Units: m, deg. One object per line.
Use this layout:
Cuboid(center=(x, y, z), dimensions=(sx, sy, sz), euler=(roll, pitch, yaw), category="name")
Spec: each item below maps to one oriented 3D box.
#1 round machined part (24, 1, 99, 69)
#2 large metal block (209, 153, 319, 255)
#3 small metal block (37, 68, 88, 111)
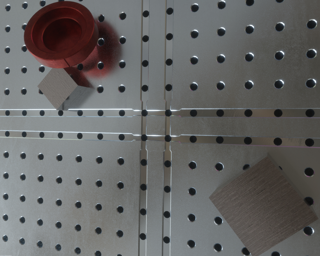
Cuboid(center=(-0.134, -0.126, 0.437), dimensions=(0.099, 0.042, 0.098), euler=(-2, 69, 6), category="round machined part")
Cuboid(center=(0.117, 0.086, 0.358), dimensions=(0.080, 0.050, 0.080), euler=(-40, 78, 15), category="large metal block")
Cuboid(center=(-0.146, -0.061, 0.462), dimensions=(0.050, 0.025, 0.050), euler=(-45, 77, 14), category="small metal block")
